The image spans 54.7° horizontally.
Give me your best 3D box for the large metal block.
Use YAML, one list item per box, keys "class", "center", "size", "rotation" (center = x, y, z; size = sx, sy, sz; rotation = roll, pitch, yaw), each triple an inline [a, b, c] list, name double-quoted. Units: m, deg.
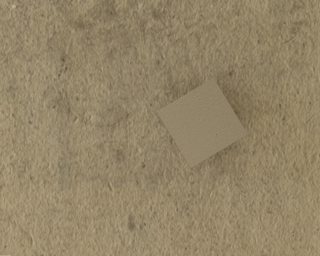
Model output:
- class: "large metal block"
  center: [0.051, -0.006, 0.398]
  size: [0.080, 0.050, 0.080]
  rotation: [-31, 90, 0]
